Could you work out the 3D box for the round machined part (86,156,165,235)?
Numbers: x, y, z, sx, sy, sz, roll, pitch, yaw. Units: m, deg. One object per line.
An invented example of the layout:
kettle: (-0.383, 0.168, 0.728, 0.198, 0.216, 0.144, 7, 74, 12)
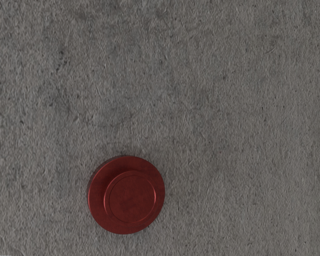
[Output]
round machined part: (-0.039, 0.084, 0.386, 0.099, 0.042, 0.097, 0, 90, -20)
